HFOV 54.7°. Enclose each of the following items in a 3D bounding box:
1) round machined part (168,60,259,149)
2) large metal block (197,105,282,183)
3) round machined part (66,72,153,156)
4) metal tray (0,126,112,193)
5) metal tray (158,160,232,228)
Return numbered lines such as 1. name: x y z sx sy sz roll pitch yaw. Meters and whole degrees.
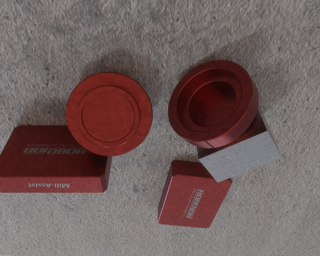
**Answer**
1. round machined part: 0.061 -0.023 0.344 0.098 0.098 0.042 -29 143 21
2. large metal block: 0.090 0.008 0.379 0.080 0.080 0.050 -26 127 20
3. round machined part: -0.057 -0.015 0.353 0.099 0.042 0.097 -1 98 -6
4. metal tray: -0.129 0.037 0.393 0.131 0.090 0.030 0 131 -1
5. metal tray: 0.052 0.110 0.499 0.091 0.030 0.129 7 130 -7
